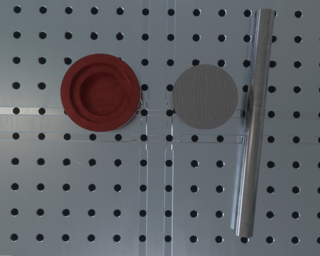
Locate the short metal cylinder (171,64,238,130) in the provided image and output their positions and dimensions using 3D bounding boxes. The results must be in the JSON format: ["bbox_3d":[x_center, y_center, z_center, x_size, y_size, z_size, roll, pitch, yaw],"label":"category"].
[{"bbox_3d":[0.055,-0.038,0.401,0.081,0.050,0.079,0,90,0],"label":"short metal cylinder"}]

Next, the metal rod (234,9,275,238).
[{"bbox_3d":[0.126,-0.006,0.414,0.025,0.025,0.298,6,90,0],"label":"metal rod"}]

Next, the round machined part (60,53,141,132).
[{"bbox_3d":[-0.074,-0.044,0.404,0.099,0.042,0.097,0,90,0],"label":"round machined part"}]
